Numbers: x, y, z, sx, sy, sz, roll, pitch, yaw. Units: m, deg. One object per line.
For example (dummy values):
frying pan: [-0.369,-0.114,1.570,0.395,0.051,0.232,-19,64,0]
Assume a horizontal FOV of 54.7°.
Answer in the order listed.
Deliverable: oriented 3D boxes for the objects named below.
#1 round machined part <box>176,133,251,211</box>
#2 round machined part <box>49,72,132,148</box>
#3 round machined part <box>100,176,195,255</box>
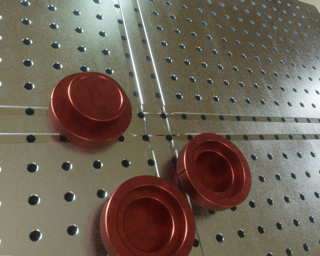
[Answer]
round machined part: [0.064,0.059,0.398,0.099,0.042,0.098,14,56,-21]
round machined part: [-0.079,-0.028,0.373,0.099,0.042,0.098,14,56,-21]
round machined part: [-0.015,0.103,0.327,0.099,0.042,0.098,14,56,-21]
